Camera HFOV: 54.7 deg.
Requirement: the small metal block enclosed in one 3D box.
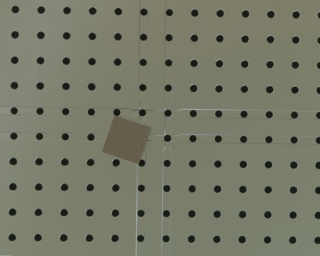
[{"bbox_3d":[-0.043,0.015,0.413,0.050,0.025,0.050,18,90,-1],"label":"small metal block"}]
